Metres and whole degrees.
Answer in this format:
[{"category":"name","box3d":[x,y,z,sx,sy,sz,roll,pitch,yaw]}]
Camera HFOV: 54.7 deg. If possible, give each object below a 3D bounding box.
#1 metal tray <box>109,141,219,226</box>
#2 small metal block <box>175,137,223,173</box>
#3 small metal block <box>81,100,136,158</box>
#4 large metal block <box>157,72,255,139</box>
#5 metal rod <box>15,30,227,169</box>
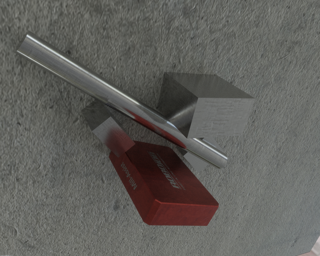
[{"category":"metal tray","box3d":[0.000,0.063,0.381,0.091,0.130,0.030,13,112,-34]},{"category":"small metal block","box3d":[0.059,0.032,0.463,0.050,0.025,0.050,-41,130,0]},{"category":"small metal block","box3d":[-0.060,-0.001,0.359,0.025,0.050,0.050,-39,130,-2]},{"category":"large metal block","box3d":[0.054,-0.030,0.384,0.081,0.080,0.050,-2,120,-28]},{"category":"metal rod","box3d":[-0.020,-0.016,0.371,0.301,0.025,0.025,31,101,-33]}]
